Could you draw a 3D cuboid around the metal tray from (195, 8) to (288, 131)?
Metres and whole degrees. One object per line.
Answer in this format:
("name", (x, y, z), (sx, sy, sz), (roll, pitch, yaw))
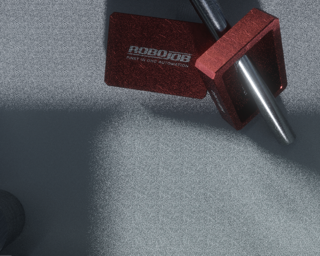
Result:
("metal tray", (0.102, -0.061, 0.364), (0.090, 0.130, 0.030), (-43, 54, 0))

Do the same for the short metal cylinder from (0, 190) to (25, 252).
("short metal cylinder", (-0.224, 0.123, 0.396), (0.081, 0.050, 0.079), (0, 90, -1))

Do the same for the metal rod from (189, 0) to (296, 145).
("metal rod", (0.082, -0.090, 0.348), (0.025, 0.025, 0.300), (-40, 115, 0))

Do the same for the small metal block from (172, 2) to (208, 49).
("small metal block", (0.043, -0.132, 0.412), (0.050, 0.025, 0.050), (15, 90, -1))

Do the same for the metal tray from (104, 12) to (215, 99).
("metal tray", (0.000, -0.091, 0.393), (0.131, 0.030, 0.089), (9, 105, 3))
